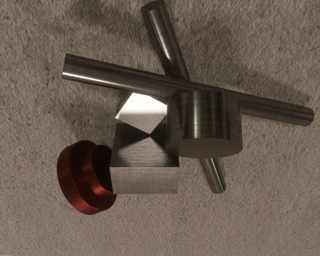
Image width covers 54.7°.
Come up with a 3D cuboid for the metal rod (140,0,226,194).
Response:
[{"bbox_3d":[0.042,-0.013,0.396,0.025,0.025,0.299,-15,129,12],"label":"metal rod"}]

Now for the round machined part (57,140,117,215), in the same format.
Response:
[{"bbox_3d":[-0.085,0.061,0.410,0.042,0.098,0.098,-25,126,19],"label":"round machined part"}]

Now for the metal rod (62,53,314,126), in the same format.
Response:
[{"bbox_3d":[0.048,-0.037,0.347,0.302,0.025,0.025,9,130,-20],"label":"metal rod"}]

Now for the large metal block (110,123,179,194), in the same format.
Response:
[{"bbox_3d":[-0.018,0.038,0.404,0.081,0.080,0.050,0,130,-1],"label":"large metal block"}]

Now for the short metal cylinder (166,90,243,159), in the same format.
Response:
[{"bbox_3d":[0.047,-0.001,0.335,0.081,0.050,0.080,1,160,1],"label":"short metal cylinder"}]

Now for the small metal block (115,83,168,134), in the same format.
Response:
[{"bbox_3d":[-0.020,-0.026,0.385,0.050,0.025,0.050,26,125,-21],"label":"small metal block"}]
